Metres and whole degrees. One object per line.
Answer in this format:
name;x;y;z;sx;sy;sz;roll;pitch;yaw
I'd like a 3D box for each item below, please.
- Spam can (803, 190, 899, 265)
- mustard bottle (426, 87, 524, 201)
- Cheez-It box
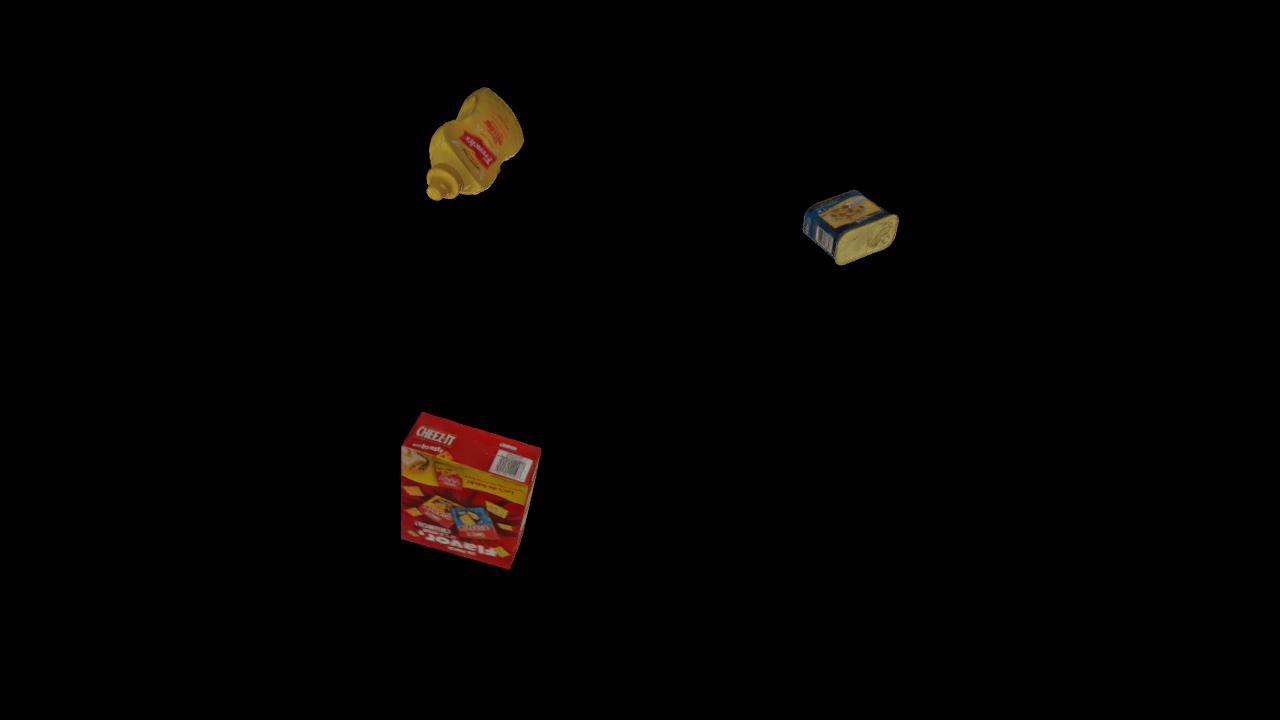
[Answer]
Spam can;0.295;-0.190;0.870;0.101;0.058;0.085;-21;47;-12
mustard bottle;-0.215;-0.259;0.772;0.054;0.184;0.092;-4;-45;29
Cheez-It box;-0.233;0.186;0.837;0.166;0.223;0.071;17;41;-2
